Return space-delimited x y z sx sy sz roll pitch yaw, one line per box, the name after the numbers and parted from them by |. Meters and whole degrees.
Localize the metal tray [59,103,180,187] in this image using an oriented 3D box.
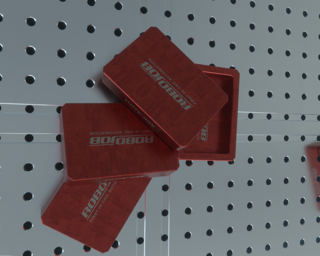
-0.048 0.016 0.372 0.131 0.030 0.090 -2 69 -24 | metal tray

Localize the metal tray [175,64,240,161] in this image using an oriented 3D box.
0.062 -0.020 0.434 0.091 0.030 0.129 4 89 -21 | metal tray

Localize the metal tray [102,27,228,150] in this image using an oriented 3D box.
0.006 -0.048 0.376 0.130 0.030 0.090 44 72 0 | metal tray

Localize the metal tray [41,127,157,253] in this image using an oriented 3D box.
-0.072 0.074 0.384 0.090 0.030 0.130 35 79 -17 | metal tray
